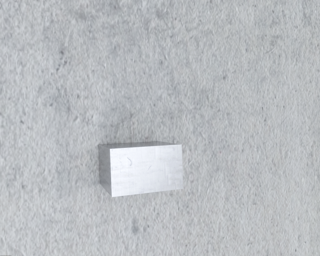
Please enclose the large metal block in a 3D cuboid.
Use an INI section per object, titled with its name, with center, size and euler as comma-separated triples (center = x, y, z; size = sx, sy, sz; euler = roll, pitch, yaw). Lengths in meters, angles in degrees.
[large metal block]
center = -0.026, 0.044, 0.370
size = 0.081, 0.080, 0.050
euler = -2, 91, -20
